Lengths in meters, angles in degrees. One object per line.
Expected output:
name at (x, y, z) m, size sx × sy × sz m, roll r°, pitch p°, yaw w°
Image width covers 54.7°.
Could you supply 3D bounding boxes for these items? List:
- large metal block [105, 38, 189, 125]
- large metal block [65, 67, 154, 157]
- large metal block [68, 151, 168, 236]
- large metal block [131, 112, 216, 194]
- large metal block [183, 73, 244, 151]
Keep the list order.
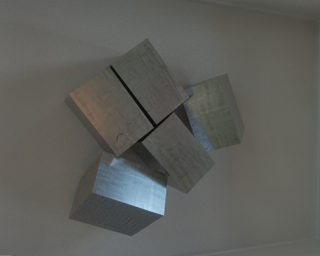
large metal block at (-0.023, -0.051, 0.372) m, size 0.050 × 0.080 × 0.080 m, roll -41°, pitch 103°, yaw -16°
large metal block at (-0.062, -0.017, 0.358) m, size 0.050 × 0.080 × 0.080 m, roll -39°, pitch 103°, yaw -16°
large metal block at (-0.048, 0.079, 0.356) m, size 0.080 × 0.080 × 0.050 m, roll 23°, pitch 48°, yaw -19°
large metal block at (0.009, 0.028, 0.384) m, size 0.050 × 0.080 × 0.080 m, roll -44°, pitch 104°, yaw -15°
large metal block at (0.071, -0.022, 0.400) m, size 0.050 × 0.080 × 0.080 m, roll -17°, pitch 98°, yaw 21°
